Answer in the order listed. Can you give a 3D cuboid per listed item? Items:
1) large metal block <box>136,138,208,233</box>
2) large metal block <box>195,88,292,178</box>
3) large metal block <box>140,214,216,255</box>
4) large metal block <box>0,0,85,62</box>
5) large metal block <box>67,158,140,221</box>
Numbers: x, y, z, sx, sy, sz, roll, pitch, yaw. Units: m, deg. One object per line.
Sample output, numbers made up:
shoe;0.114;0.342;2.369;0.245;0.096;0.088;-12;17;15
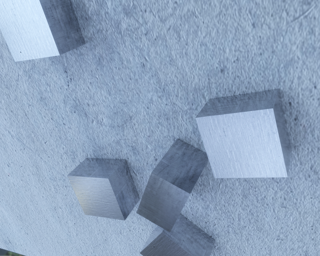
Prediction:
large metal block;0.018;0.073;0.407;0.050;0.080;0.079;28;128;11
large metal block;0.095;0.008;0.345;0.080;0.050;0.080;-6;115;31
large metal block;0.027;0.189;0.494;0.080;0.050;0.080;37;129;3
large metal block;-0.153;-0.133;0.389;0.080;0.050;0.080;0;119;28
large metal block;-0.089;0.096;0.497;0.080;0.050;0.080;-1;118;29
